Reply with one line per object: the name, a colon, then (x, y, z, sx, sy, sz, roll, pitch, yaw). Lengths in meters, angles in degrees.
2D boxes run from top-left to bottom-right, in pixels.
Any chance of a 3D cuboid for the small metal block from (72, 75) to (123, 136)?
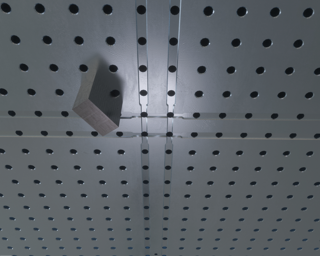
small metal block: (-0.073, -0.027, 0.372, 0.025, 0.050, 0.050, -29, 124, 22)
